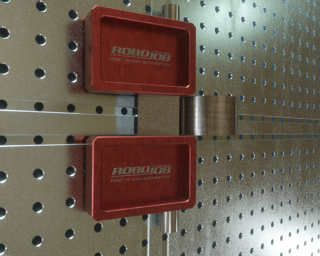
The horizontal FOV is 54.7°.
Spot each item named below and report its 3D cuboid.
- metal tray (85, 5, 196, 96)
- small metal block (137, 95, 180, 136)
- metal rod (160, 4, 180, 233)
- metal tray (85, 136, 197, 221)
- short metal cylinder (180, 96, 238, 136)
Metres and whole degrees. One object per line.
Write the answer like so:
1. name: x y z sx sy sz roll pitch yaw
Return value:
1. metal tray: -0.020 -0.085 0.366 0.131 0.030 0.089 0 90 -28
2. small metal block: -0.003 -0.015 0.388 0.050 0.025 0.050 1 90 -9
3. metal rod: 0.013 -0.013 0.415 0.025 0.025 0.298 0 90 -40
4. metal tray: -0.019 0.054 0.367 0.131 0.030 0.089 0 90 -28
5. short metal cylinder: 0.065 -0.016 0.424 0.081 0.080 0.050 0 90 -40
